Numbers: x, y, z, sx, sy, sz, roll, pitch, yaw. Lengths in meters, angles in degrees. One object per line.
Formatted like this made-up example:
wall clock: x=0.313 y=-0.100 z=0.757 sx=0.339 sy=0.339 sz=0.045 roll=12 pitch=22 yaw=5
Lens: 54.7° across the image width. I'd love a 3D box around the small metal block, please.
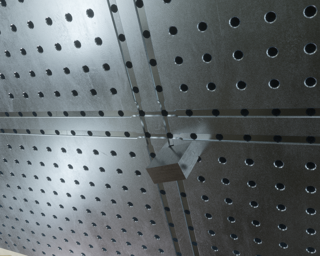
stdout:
small metal block: x=0.017 y=0.046 z=0.413 sx=0.050 sy=0.050 sz=0.025 roll=-15 pitch=111 yaw=34
